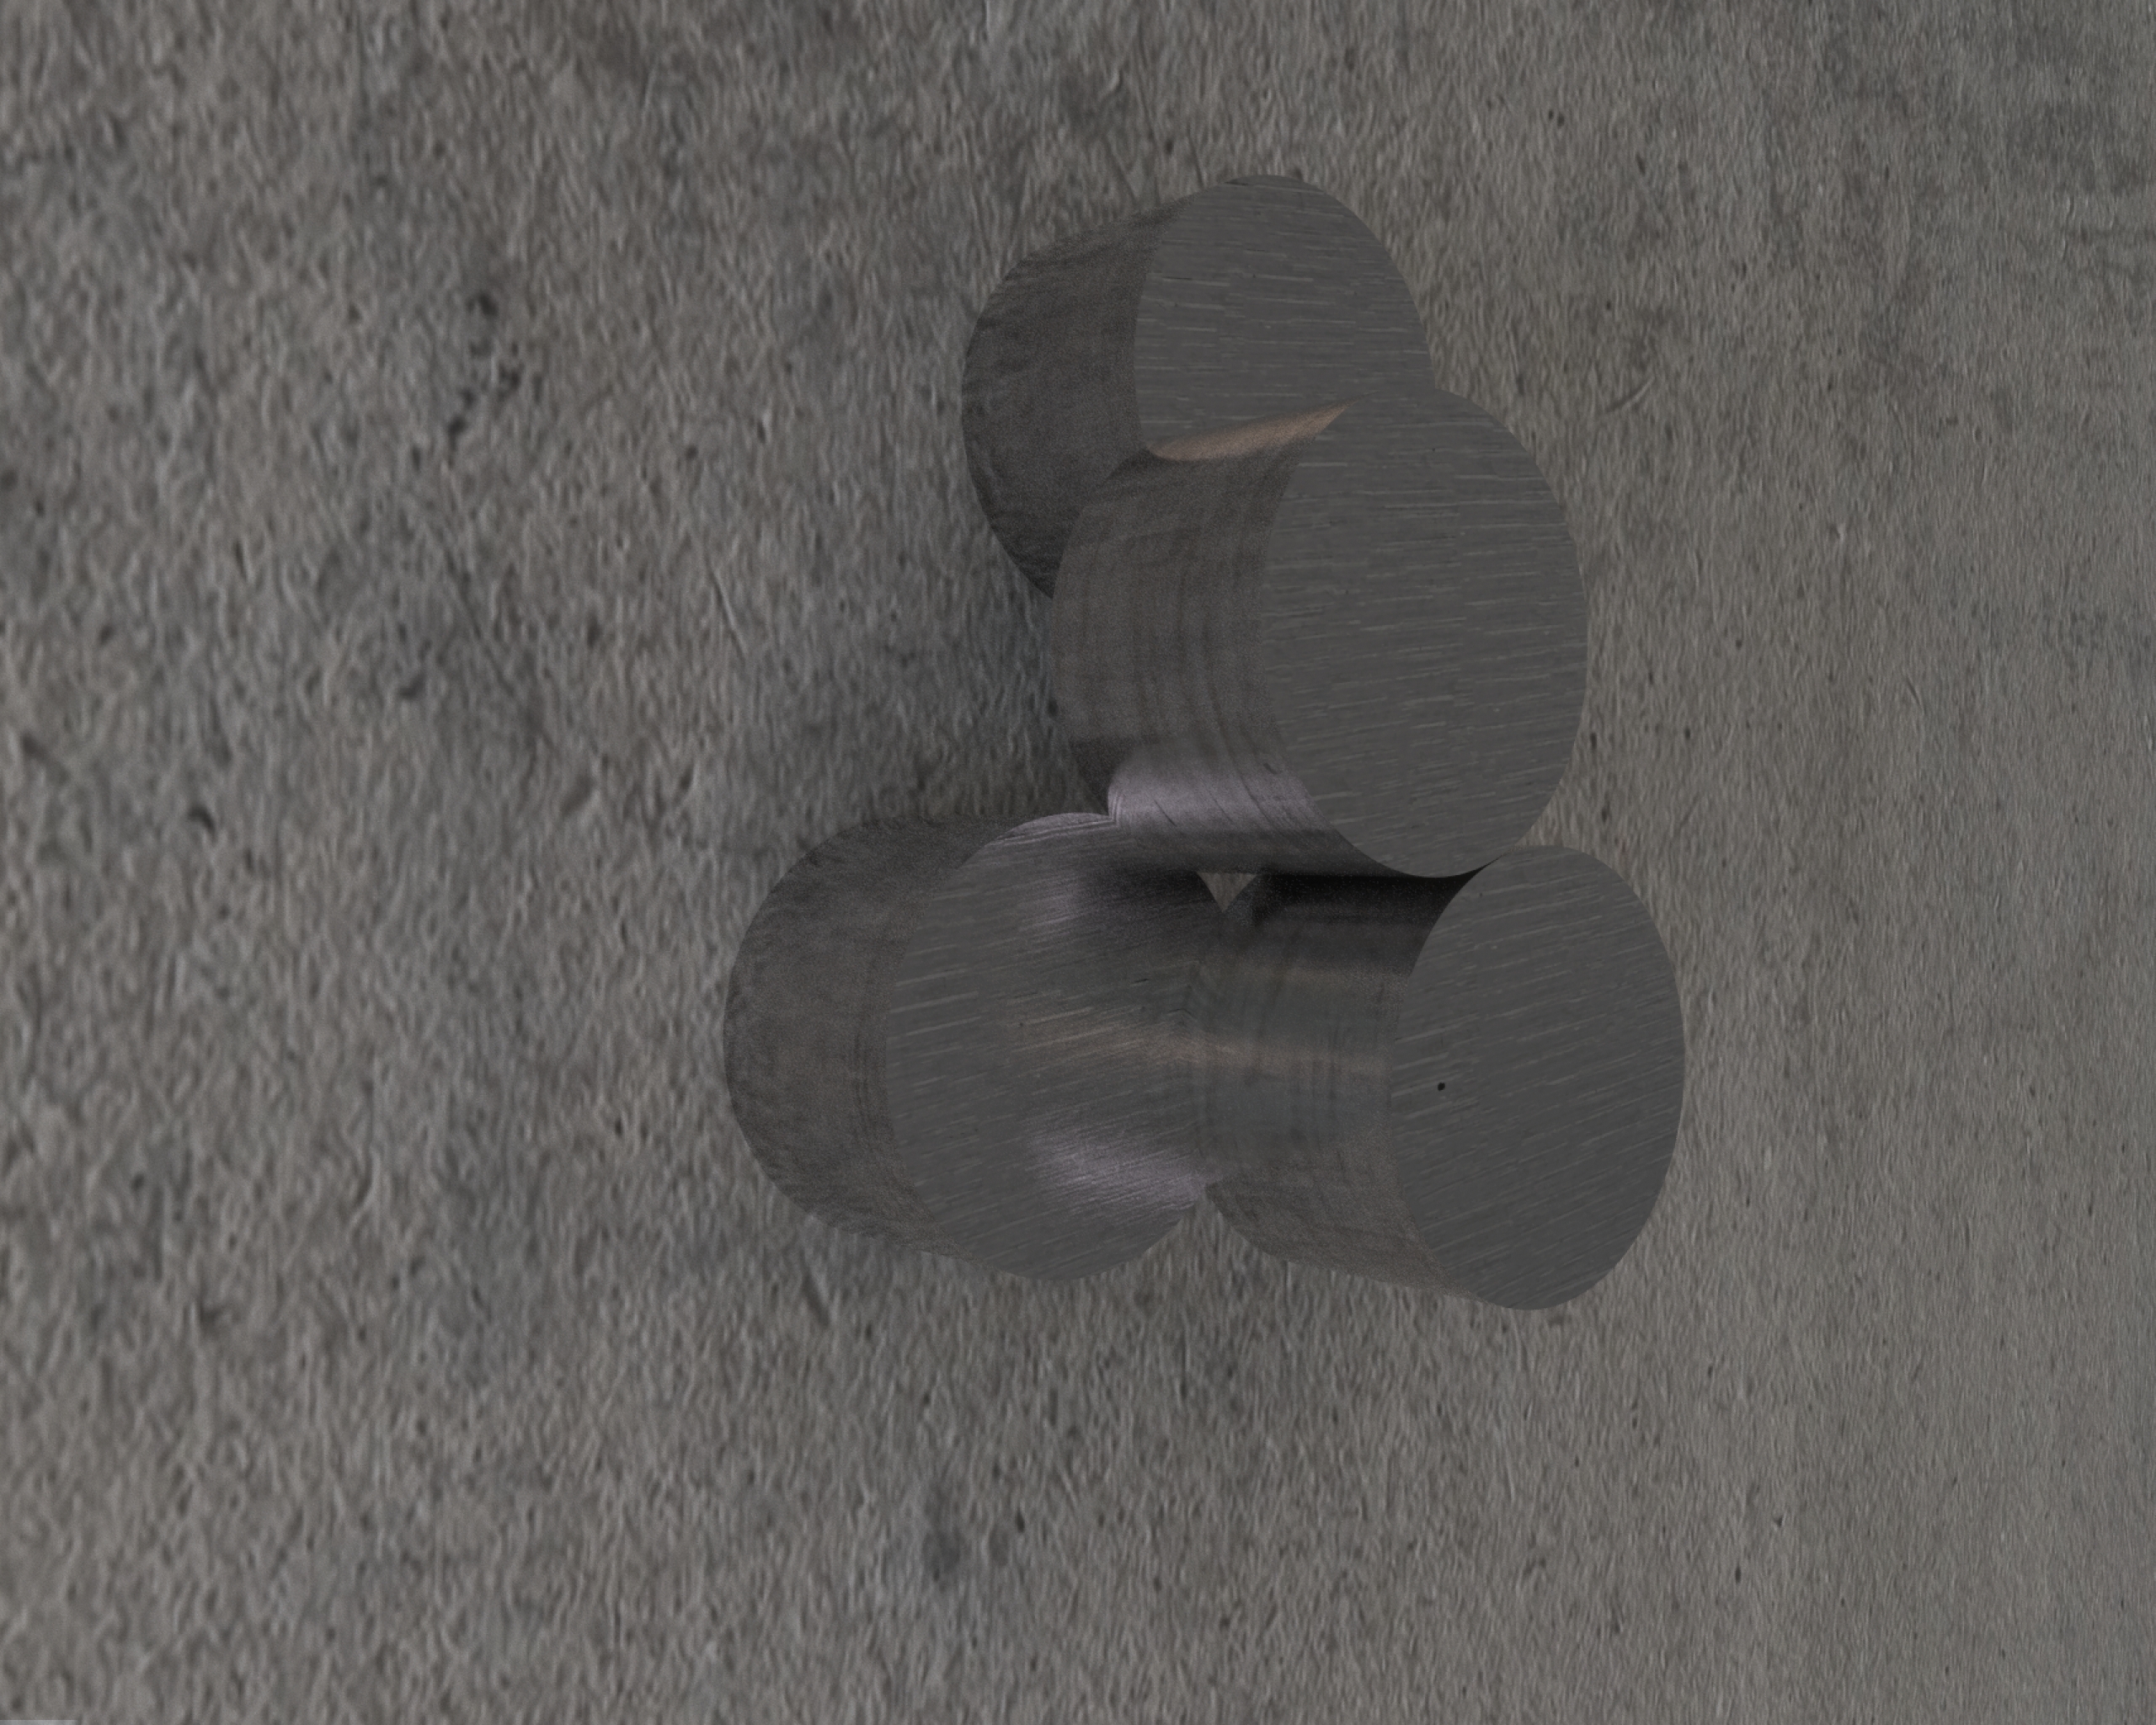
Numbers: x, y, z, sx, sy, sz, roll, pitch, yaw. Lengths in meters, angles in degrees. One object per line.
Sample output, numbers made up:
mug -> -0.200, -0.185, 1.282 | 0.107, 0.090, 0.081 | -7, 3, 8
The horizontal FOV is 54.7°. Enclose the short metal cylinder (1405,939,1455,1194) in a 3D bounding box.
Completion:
short metal cylinder -> 0.073, 0.042, 0.450 | 0.081, 0.050, 0.080 | 0, 90, -40

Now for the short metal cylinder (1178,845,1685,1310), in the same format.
short metal cylinder -> 0.065, 0.037, 0.378 | 0.081, 0.050, 0.080 | 0, 90, -40

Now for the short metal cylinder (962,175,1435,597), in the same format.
short metal cylinder -> 0.025, -0.088, 0.409 | 0.081, 0.050, 0.080 | 0, 90, -40

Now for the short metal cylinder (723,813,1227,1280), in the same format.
short metal cylinder -> -0.016, 0.031, 0.375 | 0.081, 0.050, 0.080 | 0, 90, -40

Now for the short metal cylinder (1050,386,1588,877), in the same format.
short metal cylinder -> 0.042, -0.038, 0.358 | 0.081, 0.050, 0.080 | 0, 90, -40
